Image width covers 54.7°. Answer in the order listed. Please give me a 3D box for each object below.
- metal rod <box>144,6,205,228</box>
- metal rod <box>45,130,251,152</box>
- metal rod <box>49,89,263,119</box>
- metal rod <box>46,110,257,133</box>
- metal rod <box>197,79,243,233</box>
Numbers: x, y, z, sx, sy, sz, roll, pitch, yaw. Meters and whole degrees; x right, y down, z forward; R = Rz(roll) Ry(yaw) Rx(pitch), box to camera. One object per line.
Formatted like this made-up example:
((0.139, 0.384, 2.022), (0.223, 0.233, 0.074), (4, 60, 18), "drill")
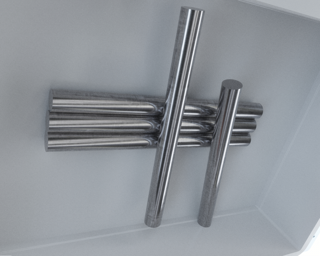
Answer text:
((0.012, 0.007, 0.387), (0.025, 0.025, 0.298), (-5, 121, -26), "metal rod")
((0.004, 0.016, 0.421), (0.303, 0.025, 0.025), (1, 118, -29), "metal rod")
((0.017, -0.028, 0.401), (0.303, 0.025, 0.025), (1, 118, -29), "metal rod")
((0.010, -0.006, 0.410), (0.303, 0.025, 0.025), (1, 118, -29), "metal rod")
((0.083, 0.063, 0.468), (0.025, 0.025, 0.298), (-15, 132, -20), "metal rod")
